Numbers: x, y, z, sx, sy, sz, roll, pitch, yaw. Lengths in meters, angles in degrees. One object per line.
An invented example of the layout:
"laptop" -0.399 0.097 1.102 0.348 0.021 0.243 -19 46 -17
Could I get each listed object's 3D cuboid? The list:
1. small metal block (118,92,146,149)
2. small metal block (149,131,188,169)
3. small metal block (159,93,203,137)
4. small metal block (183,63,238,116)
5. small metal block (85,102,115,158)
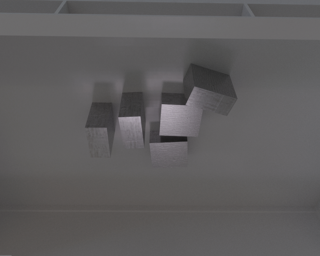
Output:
"small metal block" -0.033 -0.010 0.384 0.025 0.050 0.050 -2 130 2
"small metal block" 0.013 0.030 0.434 0.050 0.025 0.050 -3 130 2
"small metal block" 0.026 -0.016 0.395 0.050 0.025 0.050 2 130 -3
"small metal block" 0.056 -0.045 0.355 0.050 0.050 0.025 14 129 -12
"small metal block" -0.075 0.002 0.394 0.025 0.050 0.050 1 130 -1
